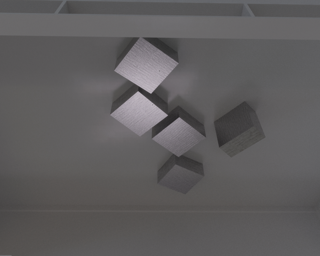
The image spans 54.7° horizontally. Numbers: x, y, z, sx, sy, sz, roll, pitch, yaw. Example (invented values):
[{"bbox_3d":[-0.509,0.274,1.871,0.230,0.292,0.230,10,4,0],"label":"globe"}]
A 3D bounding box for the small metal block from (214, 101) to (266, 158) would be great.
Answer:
[{"bbox_3d":[0.100,0.001,0.395,0.050,0.050,0.025,-37,121,27],"label":"small metal block"}]

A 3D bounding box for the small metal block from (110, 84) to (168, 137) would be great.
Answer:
[{"bbox_3d":[-0.026,-0.024,0.388,0.050,0.025,0.050,-37,122,27],"label":"small metal block"}]

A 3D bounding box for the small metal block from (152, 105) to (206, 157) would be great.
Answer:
[{"bbox_3d":[0.025,0.005,0.414,0.050,0.025,0.050,36,121,-27],"label":"small metal block"}]

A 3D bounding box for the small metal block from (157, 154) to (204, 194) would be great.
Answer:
[{"bbox_3d":[0.031,0.069,0.468,0.050,0.025,0.050,24,126,-20],"label":"small metal block"}]

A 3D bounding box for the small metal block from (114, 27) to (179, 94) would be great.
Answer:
[{"bbox_3d":[-0.015,-0.074,0.346,0.050,0.025,0.050,30,124,-24],"label":"small metal block"}]
